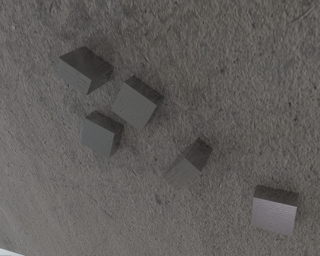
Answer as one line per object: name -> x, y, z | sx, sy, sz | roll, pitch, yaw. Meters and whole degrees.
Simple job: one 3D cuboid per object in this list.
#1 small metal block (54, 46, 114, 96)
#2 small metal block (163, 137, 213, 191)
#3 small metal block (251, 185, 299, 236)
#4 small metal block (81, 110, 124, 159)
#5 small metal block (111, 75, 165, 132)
small metal block -> -0.096, -0.074, 0.395 | 0.050, 0.050, 0.025 | 35, 129, 5
small metal block -> 0.036, 0.046, 0.400 | 0.025, 0.050, 0.050 | 42, 129, -1
small metal block -> 0.145, 0.105, 0.395 | 0.050, 0.025, 0.050 | 9, 122, 23
small metal block -> -0.086, 0.010, 0.458 | 0.050, 0.025, 0.050 | 27, 128, 11
small metal block -> -0.029, -0.032, 0.403 | 0.050, 0.025, 0.050 | 36, 129, 4
